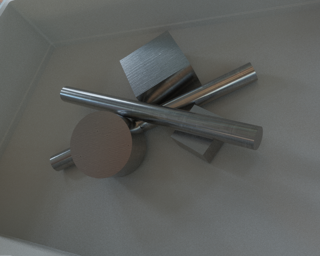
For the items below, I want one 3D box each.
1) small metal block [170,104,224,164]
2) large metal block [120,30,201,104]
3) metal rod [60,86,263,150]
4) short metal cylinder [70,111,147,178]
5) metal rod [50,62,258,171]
[{"bbox_3d":[0.050,0.006,0.370,0.050,0.025,0.050,30,78,37],"label":"small metal block"},{"bbox_3d":[0.000,-0.076,0.432,0.080,0.050,0.080,-31,52,8],"label":"large metal block"},{"bbox_3d":[-0.022,-0.021,0.395,0.300,0.025,0.025,15,69,33],"label":"metal rod"},{"bbox_3d":[-0.063,0.022,0.388,0.080,0.050,0.080,-2,83,16],"label":"short metal cylinder"},{"bbox_3d":[-0.017,-0.010,0.417,0.301,0.025,0.025,-24,53,12],"label":"metal rod"}]
